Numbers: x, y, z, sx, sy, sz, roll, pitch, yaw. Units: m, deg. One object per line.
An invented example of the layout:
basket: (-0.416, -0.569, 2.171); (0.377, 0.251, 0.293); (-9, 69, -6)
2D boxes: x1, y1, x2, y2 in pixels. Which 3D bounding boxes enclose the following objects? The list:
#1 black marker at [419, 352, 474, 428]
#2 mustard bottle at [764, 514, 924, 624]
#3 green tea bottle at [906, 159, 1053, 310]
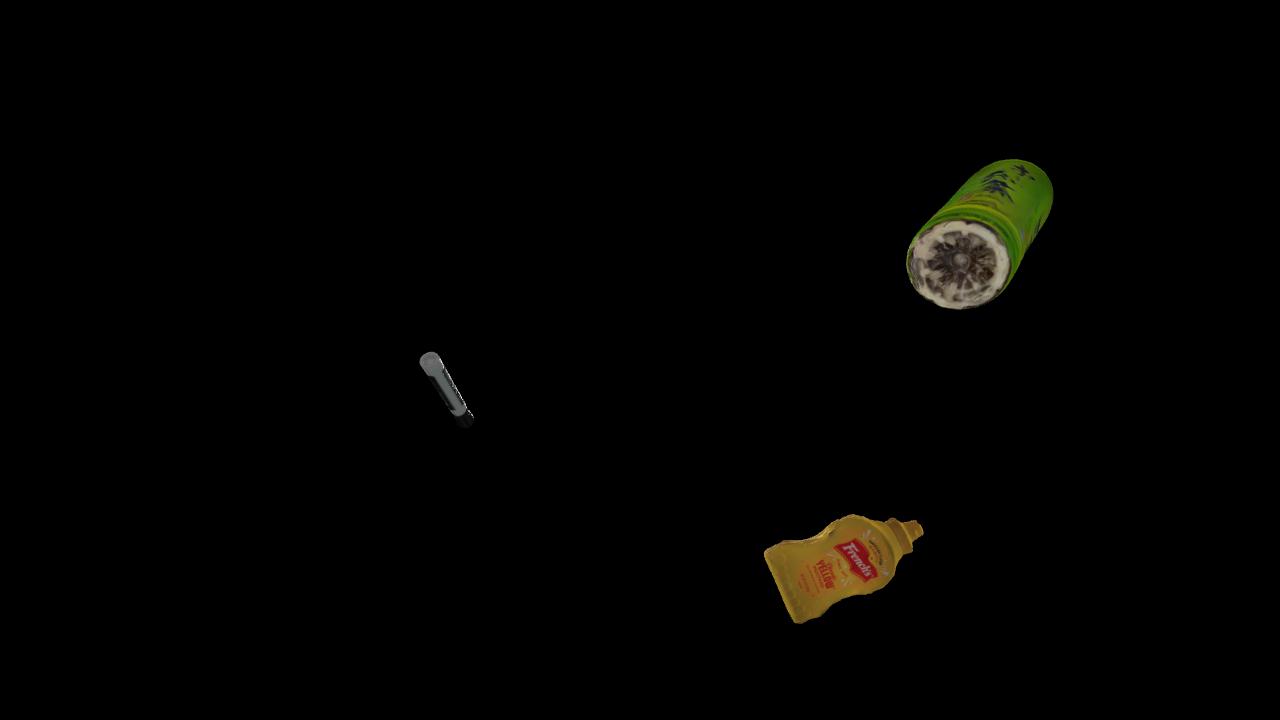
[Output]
black marker: (-0.194, 0.035, 0.627); (0.020, 0.020, 0.121); (0, -36, 5)
mustard bottle: (0.248, 0.233, 0.728); (0.184, 0.092, 0.054); (-23, -12, 1)
green tea bottle: (0.277, -0.113, 0.484); (0.073, 0.073, 0.212); (0, 29, 42)
